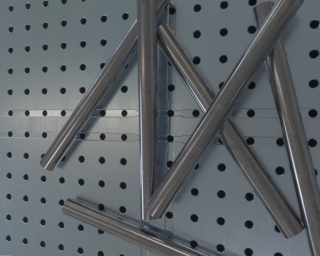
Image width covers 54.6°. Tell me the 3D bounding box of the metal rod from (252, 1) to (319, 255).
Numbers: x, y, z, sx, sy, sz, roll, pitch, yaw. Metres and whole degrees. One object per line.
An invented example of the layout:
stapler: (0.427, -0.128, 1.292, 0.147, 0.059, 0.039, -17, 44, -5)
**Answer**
metal rod: (0.153, 0.001, 0.358, 0.025, 0.025, 0.299, -13, 86, 19)

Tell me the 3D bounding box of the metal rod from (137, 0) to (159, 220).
metal rod: (-0.015, -0.029, 0.403, 0.025, 0.025, 0.298, 1, 96, 20)

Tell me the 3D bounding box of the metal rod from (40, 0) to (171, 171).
metal rod: (-0.084, -0.059, 0.442, 0.025, 0.025, 0.299, 40, 103, 15)

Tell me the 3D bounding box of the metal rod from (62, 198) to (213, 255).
metal rod: (-0.001, 0.155, 0.413, 0.301, 0.025, 0.025, 16, 96, 19)

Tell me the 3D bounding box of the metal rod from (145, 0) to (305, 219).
metal rod: (0.069, -0.020, 0.360, 0.025, 0.025, 0.299, 35, 101, 16)

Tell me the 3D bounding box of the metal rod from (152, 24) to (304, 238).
metal rod: (0.077, -0.005, 0.385, 0.025, 0.025, 0.299, -35, 79, 17)
